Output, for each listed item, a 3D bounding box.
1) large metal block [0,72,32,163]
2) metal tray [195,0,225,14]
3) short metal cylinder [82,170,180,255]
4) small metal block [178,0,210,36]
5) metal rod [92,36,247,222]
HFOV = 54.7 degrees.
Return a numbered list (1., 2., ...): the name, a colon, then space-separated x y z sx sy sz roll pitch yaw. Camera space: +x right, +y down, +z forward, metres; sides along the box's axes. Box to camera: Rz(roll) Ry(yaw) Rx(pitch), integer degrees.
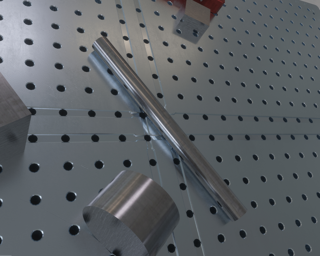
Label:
1. large metal block: -0.171 0.004 0.279 0.081 0.080 0.050 -33 80 -38
2. metal tray: 0.067 -0.292 0.618 0.131 0.030 0.090 20 54 -17
3. short metal cylinder: -0.028 0.088 0.304 0.080 0.080 0.050 43 51 1
4. small metal block: 0.063 -0.204 0.567 0.050 0.025 0.050 20 54 -16
5. metal rod: 0.008 -0.004 0.415 0.025 0.025 0.300 -33 80 -38
